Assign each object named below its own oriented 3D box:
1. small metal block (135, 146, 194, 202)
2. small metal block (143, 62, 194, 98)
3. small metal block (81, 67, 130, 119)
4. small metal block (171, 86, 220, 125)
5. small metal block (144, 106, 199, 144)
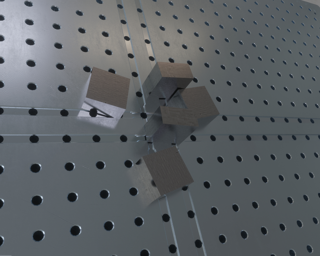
[{"bbox_3d":[0.005,0.055,0.377,0.050,0.025,0.050,-15,70,-34],"label":"small metal block"},{"bbox_3d":[0.011,-0.067,0.438,0.050,0.050,0.025,-3,63,-29],"label":"small metal block"},{"bbox_3d":[-0.069,-0.045,0.398,0.050,0.025,0.050,16,55,-19],"label":"small metal block"},{"bbox_3d":[0.051,-0.032,0.454,0.050,0.025,0.050,-13,68,-33],"label":"small metal block"},{"bbox_3d":[0.014,-0.003,0.401,0.050,0.050,0.025,5,60,-26],"label":"small metal block"}]
